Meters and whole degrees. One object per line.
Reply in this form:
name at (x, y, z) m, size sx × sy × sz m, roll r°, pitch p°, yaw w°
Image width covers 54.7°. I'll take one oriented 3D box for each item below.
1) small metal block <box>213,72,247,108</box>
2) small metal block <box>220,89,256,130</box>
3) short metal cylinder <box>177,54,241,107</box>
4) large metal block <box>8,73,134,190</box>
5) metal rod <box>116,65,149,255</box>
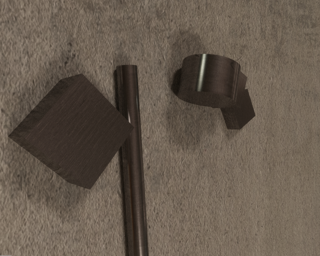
small metal block at (0.100, -0.058, 0.474) m, size 0.025 × 0.050 × 0.050 m, roll 27°, pitch 73°, yaw -42°
small metal block at (0.129, -0.031, 0.516) m, size 0.050 × 0.025 × 0.050 m, roll -35°, pitch 112°, yaw -35°
short metal cylinder at (0.067, -0.063, 0.428) m, size 0.081 × 0.080 × 0.050 m, roll 16°, pitch 80°, yaw -39°
large metal block at (-0.087, 0.004, 0.317) m, size 0.080 × 0.050 × 0.080 m, roll 48°, pitch 61°, yaw -30°
metal rod at (-0.031, 0.074, 0.380) m, size 0.025 × 0.025 × 0.298 m, roll -6°, pitch 94°, yaw -40°
